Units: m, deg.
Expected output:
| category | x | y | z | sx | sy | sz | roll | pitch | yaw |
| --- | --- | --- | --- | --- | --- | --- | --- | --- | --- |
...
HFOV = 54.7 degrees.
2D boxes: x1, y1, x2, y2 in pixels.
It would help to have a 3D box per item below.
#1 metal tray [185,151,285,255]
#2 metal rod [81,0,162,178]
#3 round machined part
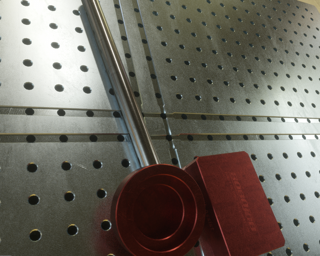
| category | x | y | z | sx | sy | sz | roll | pitch | yaw |
| --- | --- | --- | --- | --- | --- | --- | --- | --- | --- |
| metal tray | 0.095 | 0.098 | 0.399 | 0.091 | 0.030 | 0.130 | -4 | 64 | -30 |
| metal rod | -0.057 | -0.069 | 0.420 | 0.025 | 0.025 | 0.299 | -8 | 66 | -32 |
| round machined part | -0.005 | 0.088 | 0.330 | 0.099 | 0.042 | 0.098 | 5 | 78 | -23 |
